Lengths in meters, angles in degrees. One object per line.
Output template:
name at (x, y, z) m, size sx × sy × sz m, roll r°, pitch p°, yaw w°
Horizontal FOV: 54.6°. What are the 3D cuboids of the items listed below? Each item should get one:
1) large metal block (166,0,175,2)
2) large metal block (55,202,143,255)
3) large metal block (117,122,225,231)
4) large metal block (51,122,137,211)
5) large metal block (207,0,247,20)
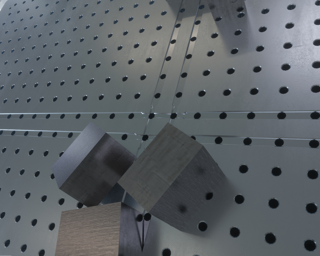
large metal block at (0.046, -0.275, 0.538) m, size 0.080 × 0.050 × 0.080 m, roll -3°, pitch 60°, yaw 27°
large metal block at (-0.067, 0.134, 0.346) m, size 0.080 × 0.050 × 0.080 m, roll -14°, pitch 56°, yaw 20°
large metal block at (0.016, 0.054, 0.332) m, size 0.050 × 0.080 × 0.080 m, roll 35°, pitch 81°, yaw 38°
large metal block at (-0.086, 0.044, 0.392) m, size 0.080 × 0.050 × 0.080 m, roll -51°, pitch 26°, yaw -8°
large metal block at (0.092, -0.226, 0.464) m, size 0.050 × 0.080 × 0.080 m, roll -12°, pitch 57°, yaw 22°
